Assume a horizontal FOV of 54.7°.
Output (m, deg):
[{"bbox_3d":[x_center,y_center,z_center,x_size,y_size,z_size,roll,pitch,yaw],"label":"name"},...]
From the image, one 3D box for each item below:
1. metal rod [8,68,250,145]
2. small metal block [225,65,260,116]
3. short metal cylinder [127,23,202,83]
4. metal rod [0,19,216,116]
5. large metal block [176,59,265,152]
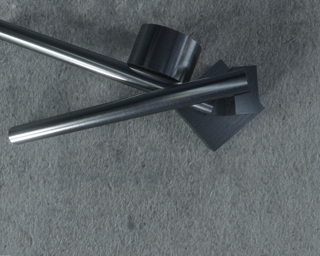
[{"bbox_3d":[-0.052,-0.019,0.357,0.301,0.025,0.025,-12,90,20],"label":"metal rod"},{"bbox_3d":[0.090,-0.040,0.347,0.025,0.050,0.050,-4,90,0],"label":"small metal block"},{"bbox_3d":[0.005,-0.087,0.385,0.080,0.080,0.050,21,90,-1],"label":"short metal cylinder"},{"bbox_3d":[-0.076,-0.079,0.381,0.301,0.025,0.025,21,90,11],"label":"metal rod"},{"bbox_3d":[0.070,-0.028,0.398,0.080,0.050,0.080,-41,90,1],"label":"large metal block"}]
